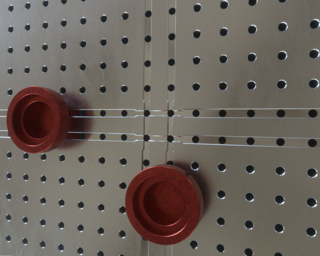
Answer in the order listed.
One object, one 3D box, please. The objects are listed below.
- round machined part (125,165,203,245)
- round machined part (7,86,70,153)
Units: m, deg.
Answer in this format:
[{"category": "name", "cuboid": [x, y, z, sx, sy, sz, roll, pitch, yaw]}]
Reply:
[{"category": "round machined part", "cuboid": [0.008, 0.095, 0.401, 0.098, 0.042, 0.097, 0, 90, 20]}, {"category": "round machined part", "cuboid": [-0.177, -0.012, 0.467, 0.098, 0.042, 0.097, 0, 90, 20]}]
